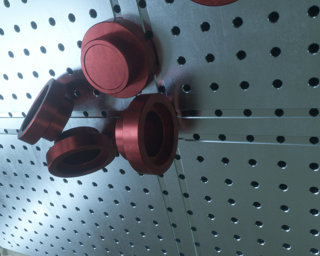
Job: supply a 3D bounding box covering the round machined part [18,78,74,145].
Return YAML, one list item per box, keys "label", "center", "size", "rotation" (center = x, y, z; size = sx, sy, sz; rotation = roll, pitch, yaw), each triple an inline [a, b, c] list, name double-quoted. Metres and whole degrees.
- label: "round machined part"
  center: [-0.159, -0.019, 0.445]
  size: [0.042, 0.098, 0.098]
  rotation: [31, 134, -28]

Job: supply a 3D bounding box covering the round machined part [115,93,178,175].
- label: "round machined part"
  center: [-0.018, 0.007, 0.379]
  size: [0.042, 0.098, 0.098]
  rotation: [-1, 118, 29]

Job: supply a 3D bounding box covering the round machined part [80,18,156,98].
- label: "round machined part"
  center: [-0.057, -0.081, 0.381]
  size: [0.098, 0.042, 0.097]
  rotation: [13, 124, 21]

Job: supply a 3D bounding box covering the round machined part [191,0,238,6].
- label: "round machined part"
  center: [0.054, -0.162, 0.272]
  size: [0.098, 0.042, 0.097]
  rotation: [13, 124, 21]

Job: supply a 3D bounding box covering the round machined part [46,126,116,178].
- label: "round machined part"
  center: [-0.118, 0.033, 0.460]
  size: [0.098, 0.099, 0.042]
  rotation: [-46, 55, 39]
